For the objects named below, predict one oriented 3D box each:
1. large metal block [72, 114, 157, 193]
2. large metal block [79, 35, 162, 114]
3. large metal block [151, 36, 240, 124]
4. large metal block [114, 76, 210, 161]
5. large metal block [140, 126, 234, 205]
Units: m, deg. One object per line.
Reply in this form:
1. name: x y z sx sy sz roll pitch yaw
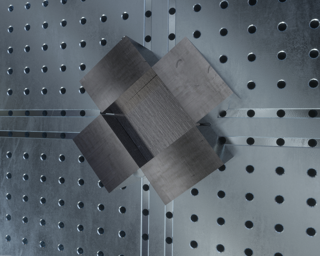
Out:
1. large metal block: -0.051 0.029 0.402 0.050 0.080 0.080 -40 78 16
2. large metal block: -0.040 -0.062 0.398 0.080 0.080 0.050 -40 77 16
3. large metal block: 0.046 -0.052 0.368 0.050 0.080 0.080 -40 78 15
4. large metal block: 0.003 -0.011 0.397 0.080 0.050 0.080 -40 76 17
5. large metal block: 0.036 0.041 0.372 0.080 0.080 0.050 -39 78 16
